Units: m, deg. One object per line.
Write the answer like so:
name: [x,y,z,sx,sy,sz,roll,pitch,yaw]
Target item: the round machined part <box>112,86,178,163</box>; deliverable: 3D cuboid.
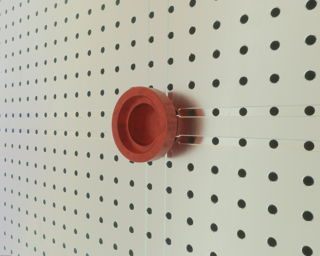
round machined part: [-0.016,-0.004,0.412,0.098,0.042,0.097,0,90,40]
